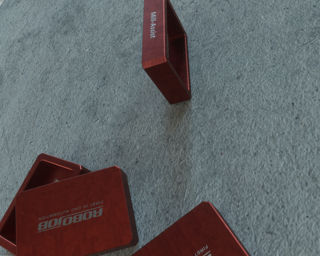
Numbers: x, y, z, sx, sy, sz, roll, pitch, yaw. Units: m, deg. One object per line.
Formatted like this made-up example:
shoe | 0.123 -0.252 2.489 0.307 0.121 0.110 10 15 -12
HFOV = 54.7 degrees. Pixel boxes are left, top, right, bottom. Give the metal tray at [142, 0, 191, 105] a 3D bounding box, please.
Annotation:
metal tray | 0.011 -0.109 0.423 0.030 0.090 0.130 -14 56 21

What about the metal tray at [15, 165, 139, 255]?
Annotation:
metal tray | -0.098 0.105 0.360 0.131 0.030 0.090 -16 64 3

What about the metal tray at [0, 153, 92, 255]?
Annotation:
metal tray | -0.156 0.105 0.418 0.090 0.030 0.130 11 67 32

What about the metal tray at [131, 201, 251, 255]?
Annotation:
metal tray | 0.023 0.146 0.299 0.130 0.030 0.090 -38 51 2
